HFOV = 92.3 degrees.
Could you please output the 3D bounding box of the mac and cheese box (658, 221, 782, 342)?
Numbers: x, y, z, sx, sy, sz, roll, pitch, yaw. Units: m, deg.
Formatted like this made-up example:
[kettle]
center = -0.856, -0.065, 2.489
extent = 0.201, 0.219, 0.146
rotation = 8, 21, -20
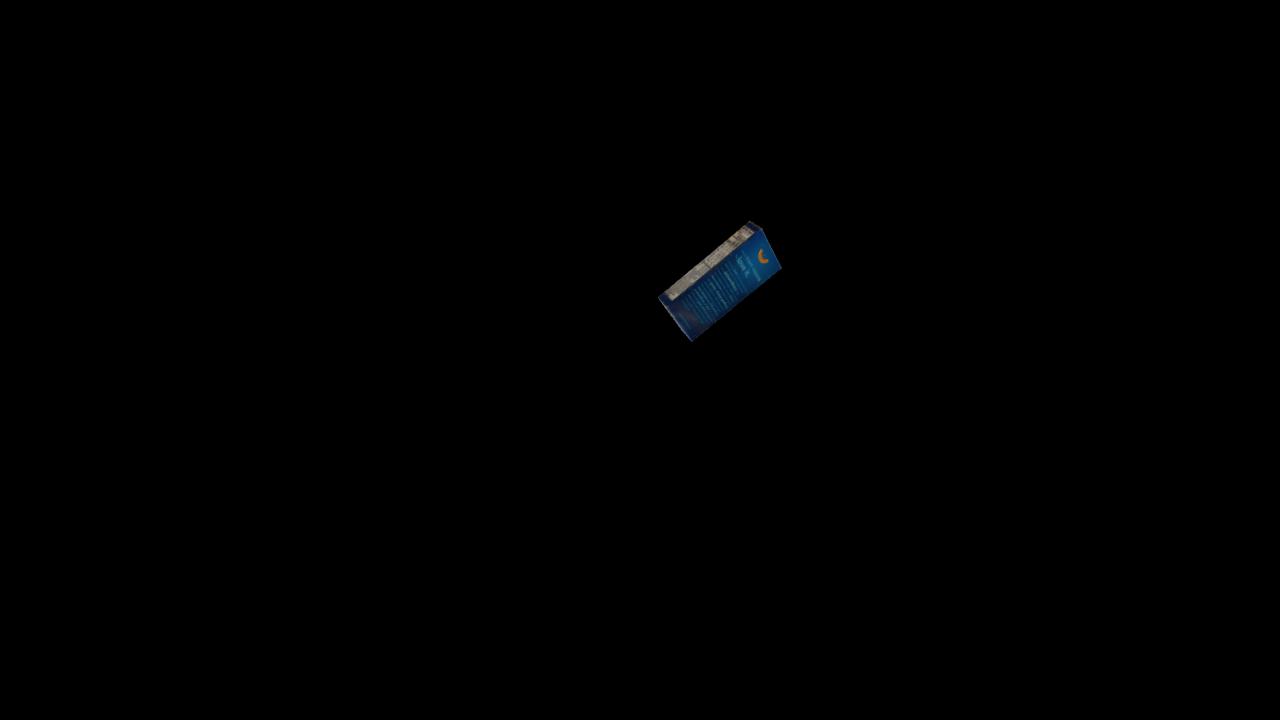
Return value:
[mac and cheese box]
center = 0.125, -0.120, 0.954
extent = 0.093, 0.184, 0.041
rotation = 49, 3, -41
